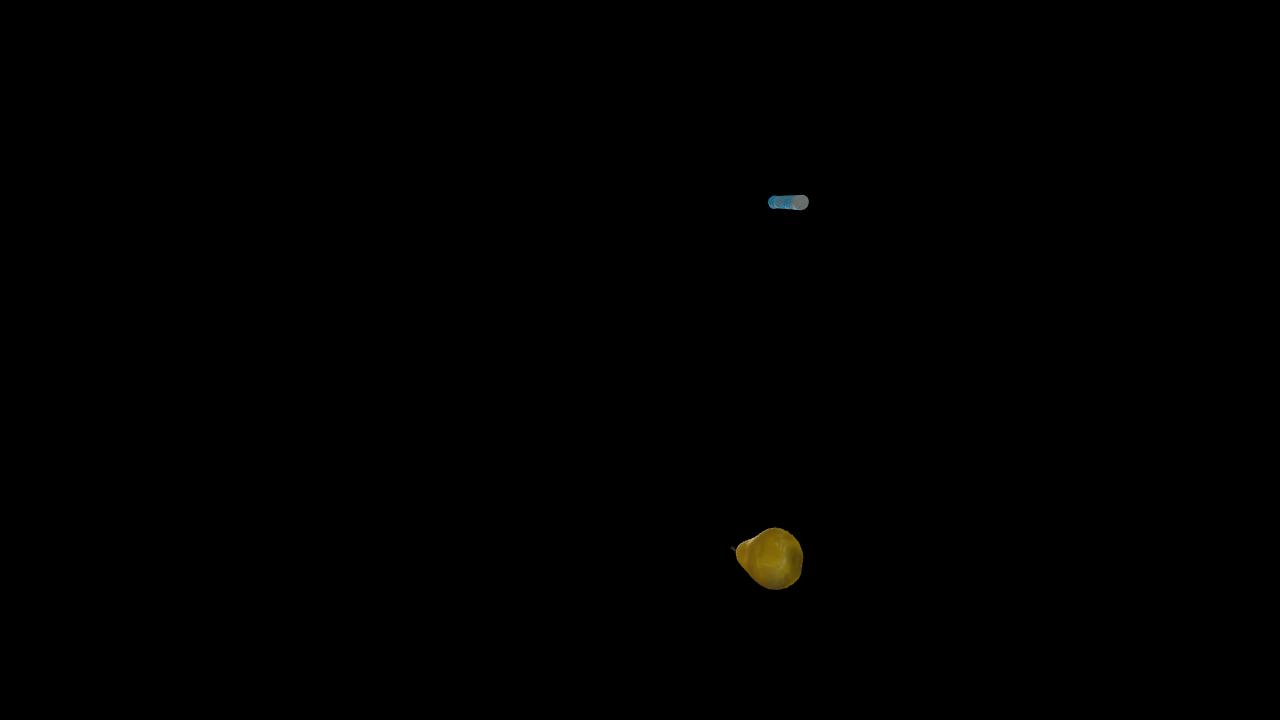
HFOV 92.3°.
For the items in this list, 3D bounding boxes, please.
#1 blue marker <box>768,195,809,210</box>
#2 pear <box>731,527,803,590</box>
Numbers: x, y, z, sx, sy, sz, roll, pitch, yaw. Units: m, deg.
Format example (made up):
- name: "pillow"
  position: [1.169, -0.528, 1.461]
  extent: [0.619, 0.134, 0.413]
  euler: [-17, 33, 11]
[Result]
- name: "blue marker"
  position: [0.196, -0.211, 0.825]
  extent: [0.020, 0.020, 0.121]
  euler: [0, 15, -5]
- name: "pear"
  position: [0.162, 0.270, 0.837]
  extent: [0.111, 0.080, 0.080]
  euler: [-16, -10, 40]
